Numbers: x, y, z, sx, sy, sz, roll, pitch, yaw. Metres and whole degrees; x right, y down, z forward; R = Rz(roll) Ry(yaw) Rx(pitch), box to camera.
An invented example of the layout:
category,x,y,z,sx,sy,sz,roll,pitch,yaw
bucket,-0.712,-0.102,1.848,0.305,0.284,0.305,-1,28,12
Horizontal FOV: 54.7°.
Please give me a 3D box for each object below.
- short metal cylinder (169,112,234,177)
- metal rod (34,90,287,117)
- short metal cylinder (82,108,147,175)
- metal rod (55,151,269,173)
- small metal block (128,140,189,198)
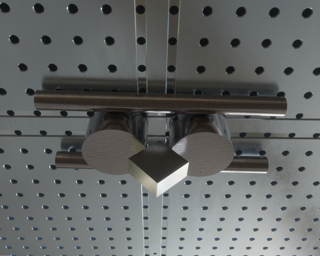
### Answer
category,x,y,z,sx,sy,sz,roll,pitch,yaw
short metal cylinder,0.053,0.019,0.408,0.081,0.050,0.079,0,130,0
metal rod,0.002,-0.030,0.381,0.302,0.025,0.025,1,130,-2
short metal cylinder,-0.057,0.016,0.404,0.081,0.050,0.079,0,130,0
metal rod,0.004,0.050,0.450,0.302,0.025,0.025,2,130,-2
small metal block,-0.002,0.047,0.370,0.050,0.050,0.025,-29,140,-34
